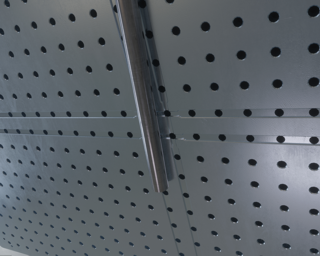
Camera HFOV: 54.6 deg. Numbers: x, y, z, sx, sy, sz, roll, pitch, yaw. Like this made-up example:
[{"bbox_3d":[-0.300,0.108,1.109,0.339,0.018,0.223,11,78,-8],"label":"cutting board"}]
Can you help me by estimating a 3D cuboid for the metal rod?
[{"bbox_3d":[-0.021,-0.042,0.396,0.025,0.025,0.298,5,121,25],"label":"metal rod"}]
